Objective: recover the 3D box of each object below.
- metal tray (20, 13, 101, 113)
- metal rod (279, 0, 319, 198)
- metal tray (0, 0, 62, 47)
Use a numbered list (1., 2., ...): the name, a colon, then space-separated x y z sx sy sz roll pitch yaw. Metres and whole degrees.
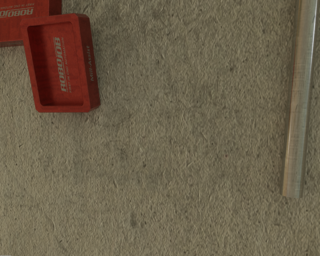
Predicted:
1. metal tray: -0.138 -0.088 0.433 0.090 0.030 0.129 1 106 18
2. metal rod: 0.162 -0.071 0.352 0.025 0.025 0.298 5 92 19
3. metal tray: -0.217 -0.177 0.481 0.130 0.030 0.089 1 91 19
